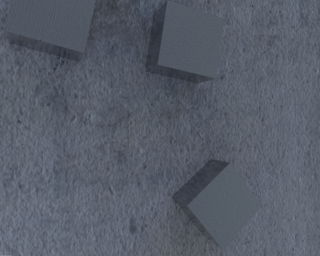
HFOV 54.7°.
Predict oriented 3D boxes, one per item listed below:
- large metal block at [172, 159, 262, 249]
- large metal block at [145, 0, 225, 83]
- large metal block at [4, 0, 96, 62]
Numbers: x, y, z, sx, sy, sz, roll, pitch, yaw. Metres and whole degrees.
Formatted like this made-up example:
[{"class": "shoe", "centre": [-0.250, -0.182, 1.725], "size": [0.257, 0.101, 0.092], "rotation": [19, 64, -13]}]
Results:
[{"class": "large metal block", "centre": [0.078, 0.101, 0.426], "size": [0.080, 0.050, 0.080], "rotation": [-41, 104, -16]}, {"class": "large metal block", "centre": [0.032, -0.109, 0.408], "size": [0.081, 0.050, 0.080], "rotation": [10, 87, -20]}, {"class": "large metal block", "centre": [-0.121, -0.129, 0.351], "size": [0.081, 0.050, 0.080], "rotation": [12, 86, -20]}]
